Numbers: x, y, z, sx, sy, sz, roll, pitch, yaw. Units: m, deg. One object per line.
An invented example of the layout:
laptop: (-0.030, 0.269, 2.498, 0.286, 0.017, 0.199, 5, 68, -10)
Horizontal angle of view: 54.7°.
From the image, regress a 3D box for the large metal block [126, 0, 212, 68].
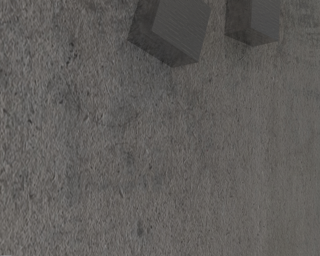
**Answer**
large metal block: (0.014, -0.135, 0.399, 0.080, 0.050, 0.080, 24, 75, -38)

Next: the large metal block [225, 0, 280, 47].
large metal block: (0.156, -0.190, 0.518, 0.081, 0.050, 0.080, 6, 86, -40)
